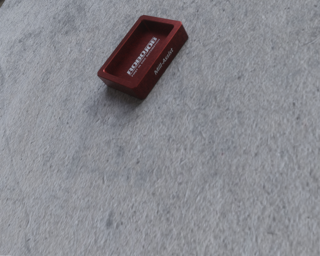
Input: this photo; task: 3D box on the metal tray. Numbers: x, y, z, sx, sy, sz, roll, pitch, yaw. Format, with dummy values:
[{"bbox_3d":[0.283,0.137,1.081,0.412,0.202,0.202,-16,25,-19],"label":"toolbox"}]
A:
[{"bbox_3d":[-0.027,-0.114,0.485,0.090,0.030,0.130,25,75,37],"label":"metal tray"}]
